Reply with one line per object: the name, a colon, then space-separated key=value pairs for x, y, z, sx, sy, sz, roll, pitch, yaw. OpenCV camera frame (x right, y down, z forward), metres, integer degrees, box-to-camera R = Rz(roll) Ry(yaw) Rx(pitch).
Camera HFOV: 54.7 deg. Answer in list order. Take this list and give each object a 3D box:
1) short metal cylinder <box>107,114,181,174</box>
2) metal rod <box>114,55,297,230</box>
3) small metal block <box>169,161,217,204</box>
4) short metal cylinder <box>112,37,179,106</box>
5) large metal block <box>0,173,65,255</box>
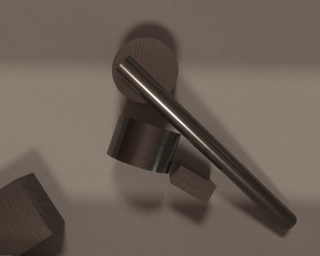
short metal cylinder: x=-0.019 y=0.019 z=0.384 sx=0.080 sy=0.080 sz=0.050 roll=18 pitch=90 yaw=-1
metal rod: x=0.065 y=0.026 z=0.381 sx=0.300 sy=0.025 sz=0.025 roll=43 pitch=90 yaw=-13
small metal block: x=0.041 y=0.069 z=0.400 sx=0.050 sy=0.050 sz=0.025 roll=30 pitch=90 yaw=-1
short metal cylinder: x=-0.018 y=-0.070 z=0.399 sx=0.081 sy=0.050 sz=0.079 roll=0 pitch=90 yaw=-1
large metal block: x=-0.185 y=0.116 z=0.397 sx=0.080 sy=0.050 sz=0.080 roll=-32 pitch=90 yaw=0
